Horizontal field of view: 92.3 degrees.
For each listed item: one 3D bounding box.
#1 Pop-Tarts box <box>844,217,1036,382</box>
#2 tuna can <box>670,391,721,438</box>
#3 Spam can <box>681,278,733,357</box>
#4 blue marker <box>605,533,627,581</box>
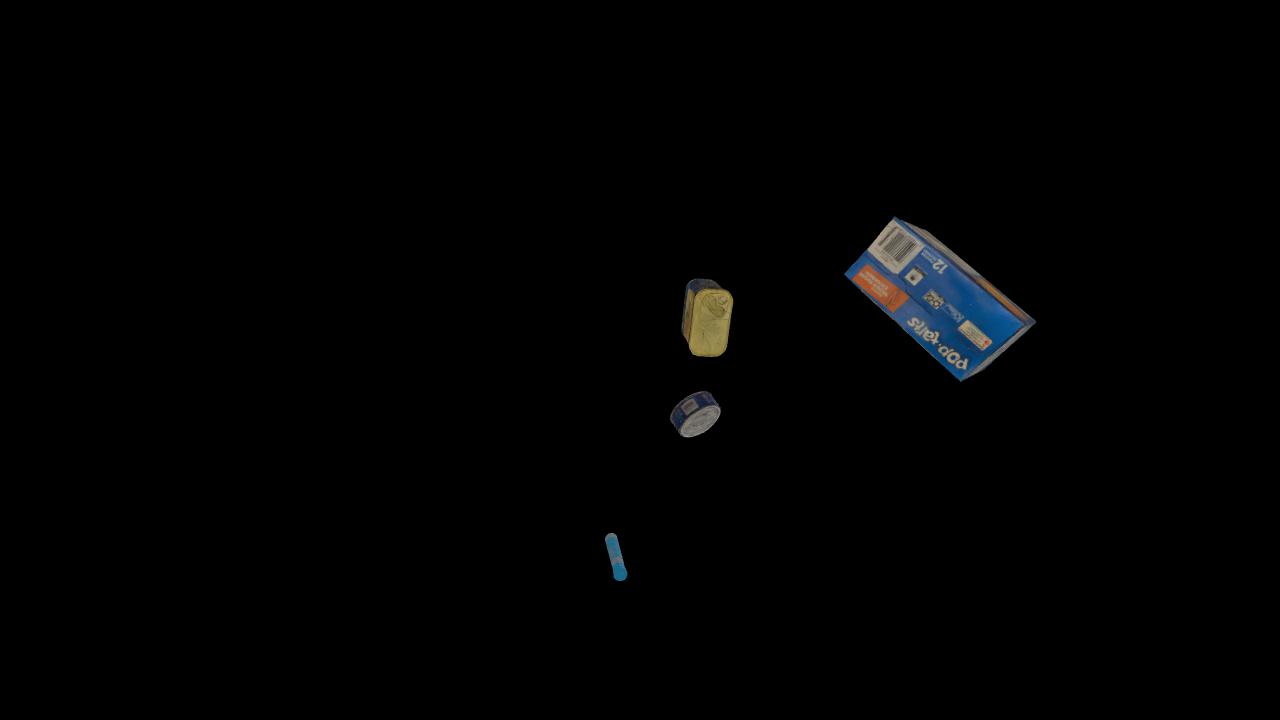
[{"bbox_3d":[0.333,-0.068,0.682,0.141,0.167,0.083,-7,-38,-53],"label":"Pop-Tarts box"},{"bbox_3d":[0.096,0.094,1.047,0.084,0.084,0.034,0,43,-40],"label":"tuna can"},{"bbox_3d":[0.097,-0.066,0.920,0.058,0.101,0.085,3,18,-8],"label":"Spam can"},{"bbox_3d":[-0.034,0.278,0.870,0.020,0.020,0.121,0,8,-9],"label":"blue marker"}]
